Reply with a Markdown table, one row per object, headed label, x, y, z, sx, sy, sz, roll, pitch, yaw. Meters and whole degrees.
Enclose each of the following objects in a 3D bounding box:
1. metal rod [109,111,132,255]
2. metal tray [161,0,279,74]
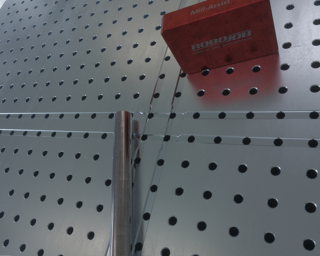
| label | x | y | z | sx | sy | sz | roll | pitch | yaw |
| --- | --- | --- | --- | --- | --- | --- | --- | --- | --- |
| metal rod | -0.046 | 0.108 | 0.365 | 0.025 | 0.025 | 0.299 | -16 | 55 | 19 |
| metal tray | 0.078 | -0.121 | 0.400 | 0.130 | 0.090 | 0.030 | -10 | 58 | 22 |
